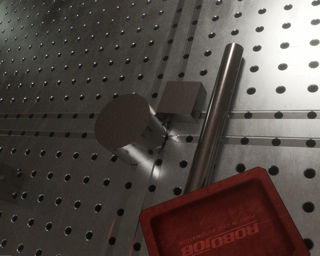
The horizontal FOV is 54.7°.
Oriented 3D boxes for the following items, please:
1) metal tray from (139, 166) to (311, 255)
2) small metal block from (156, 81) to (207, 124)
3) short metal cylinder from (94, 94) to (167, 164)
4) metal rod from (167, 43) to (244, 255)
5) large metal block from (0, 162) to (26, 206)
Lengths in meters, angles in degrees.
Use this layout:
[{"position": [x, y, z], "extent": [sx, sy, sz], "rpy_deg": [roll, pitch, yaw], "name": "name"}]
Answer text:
[{"position": [0.055, 0.102, 0.290], "extent": [0.131, 0.030, 0.090], "rpy_deg": [-21, 61, 2], "name": "metal tray"}, {"position": [0.029, -0.035, 0.413], "extent": [0.050, 0.025, 0.050], "rpy_deg": [6, 65, 30], "name": "small metal block"}, {"position": [-0.038, 0.002, 0.410], "extent": [0.080, 0.050, 0.080], "rpy_deg": [-13, 56, 20], "name": "short metal cylinder"}, {"position": [0.055, 0.024, 0.363], "extent": [0.025, 0.025, 0.300], "rpy_deg": [5, 64, 30], "name": "metal rod"}, {"position": [-0.266, 0.080, 0.461], "extent": [0.080, 0.080, 0.050], "rpy_deg": [-8, 59, 24], "name": "large metal block"}]
